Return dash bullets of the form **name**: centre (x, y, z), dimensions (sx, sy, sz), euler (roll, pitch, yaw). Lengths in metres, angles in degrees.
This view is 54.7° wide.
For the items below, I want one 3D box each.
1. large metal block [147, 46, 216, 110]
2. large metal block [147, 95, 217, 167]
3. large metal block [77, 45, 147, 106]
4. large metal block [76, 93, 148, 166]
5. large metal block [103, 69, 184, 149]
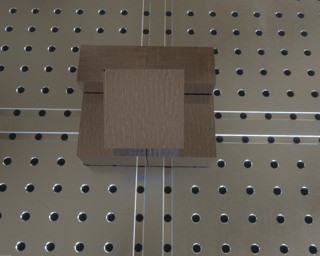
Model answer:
- **large metal block**: centre (0.025, -0.062, 0.404), dimensions (0.081, 0.080, 0.050), euler (1, 70, 0)
- **large metal block**: centre (0.026, 0.004, 0.394), dimensions (0.081, 0.050, 0.080), euler (1, 70, 0)
- **large metal block**: centre (-0.056, -0.063, 0.404), dimensions (0.081, 0.080, 0.050), euler (1, 70, 0)
- **large metal block**: centre (-0.056, 0.003, 0.395), dimensions (0.081, 0.050, 0.080), euler (1, 70, 0)
- **large metal block**: centre (-0.016, -0.021, 0.335), dimensions (0.081, 0.050, 0.079), euler (0, 94, -1)
